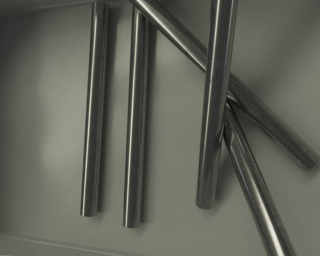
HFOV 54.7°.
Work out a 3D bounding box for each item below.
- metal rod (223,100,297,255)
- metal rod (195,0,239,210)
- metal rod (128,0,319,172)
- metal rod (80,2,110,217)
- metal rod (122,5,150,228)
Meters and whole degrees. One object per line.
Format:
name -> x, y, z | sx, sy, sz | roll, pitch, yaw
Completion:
metal rod -> 0.104, 0.086, 0.304 | 0.025, 0.025, 0.299 | -26, 54, 18
metal rod -> 0.059, -0.040, 0.329 | 0.025, 0.025, 0.298 | 10, 117, 19
metal rod -> 0.069, -0.066, 0.372 | 0.300, 0.025, 0.025 | 46, 104, 8
metal rod -> -0.093, -0.025, 0.441 | 0.025, 0.025, 0.298 | 4, 91, 19
metal rod -> -0.032, -0.016, 0.420 | 0.025, 0.025, 0.298 | 3, 91, 19
